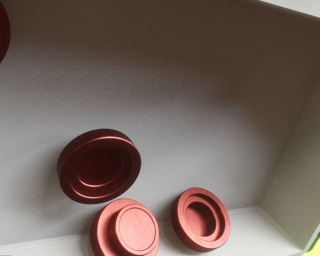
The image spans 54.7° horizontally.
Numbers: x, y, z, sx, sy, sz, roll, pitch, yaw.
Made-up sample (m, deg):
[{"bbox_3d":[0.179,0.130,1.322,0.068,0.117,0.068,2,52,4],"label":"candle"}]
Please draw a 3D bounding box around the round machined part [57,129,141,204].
[{"bbox_3d":[-0.076,0.043,0.382,0.099,0.042,0.097,-14,124,-21],"label":"round machined part"}]

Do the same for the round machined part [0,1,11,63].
[{"bbox_3d":[-0.168,-0.076,0.242,0.099,0.042,0.097,-28,136,-30],"label":"round machined part"}]

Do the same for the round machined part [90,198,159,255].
[{"bbox_3d":[-0.041,0.143,0.423,0.099,0.098,0.042,14,142,-34],"label":"round machined part"}]

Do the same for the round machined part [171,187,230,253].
[{"bbox_3d":[0.060,0.148,0.493,0.099,0.098,0.042,5,144,-31],"label":"round machined part"}]
